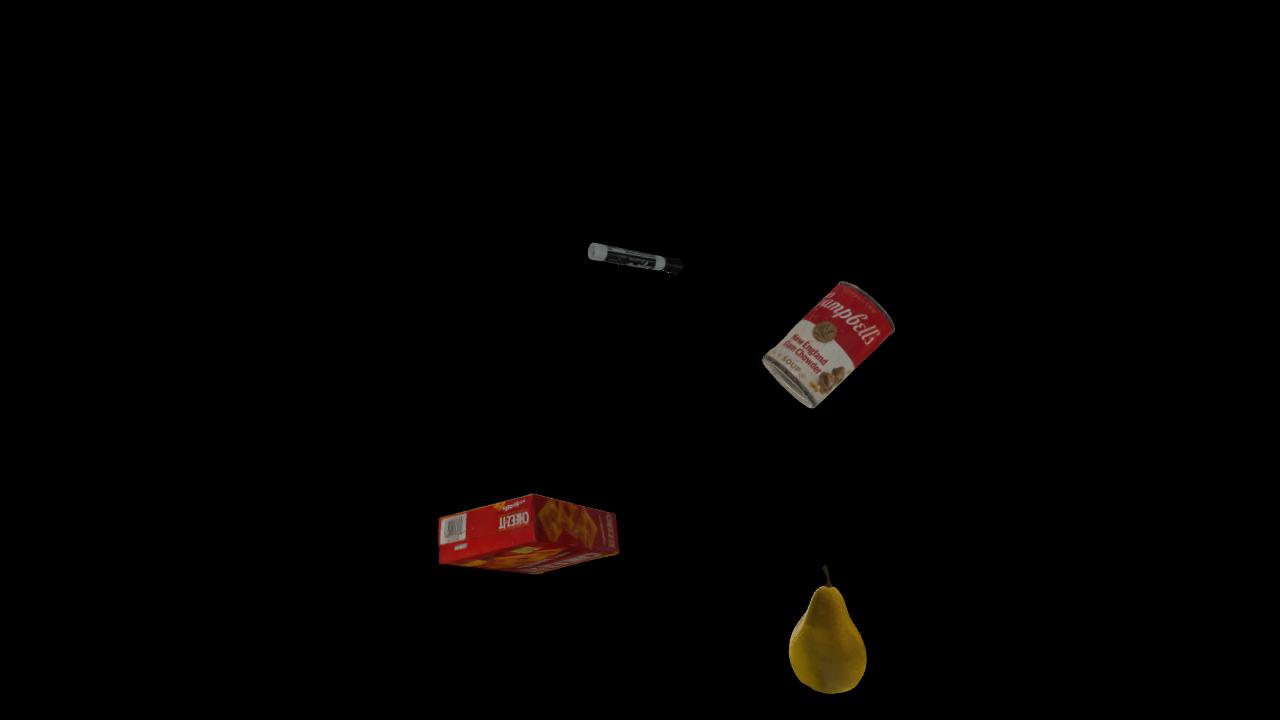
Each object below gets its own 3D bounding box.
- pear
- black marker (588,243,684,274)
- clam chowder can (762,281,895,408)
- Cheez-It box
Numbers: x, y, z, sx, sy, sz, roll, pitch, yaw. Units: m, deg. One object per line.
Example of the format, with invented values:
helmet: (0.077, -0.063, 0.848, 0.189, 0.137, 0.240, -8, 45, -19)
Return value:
pear: (0.187, 0.264, 0.605, 0.080, 0.111, 0.080, 4, 5, 0)
black marker: (-0.002, -0.114, 0.700, 0.121, 0.020, 0.020, 4, -2, -32)
clam chowder can: (0.171, -0.013, 0.565, 0.102, 0.068, 0.068, -44, 0, 0)
Cheez-It box: (-0.155, 0.260, 0.898, 0.166, 0.071, 0.223, -19, -28, 21)
